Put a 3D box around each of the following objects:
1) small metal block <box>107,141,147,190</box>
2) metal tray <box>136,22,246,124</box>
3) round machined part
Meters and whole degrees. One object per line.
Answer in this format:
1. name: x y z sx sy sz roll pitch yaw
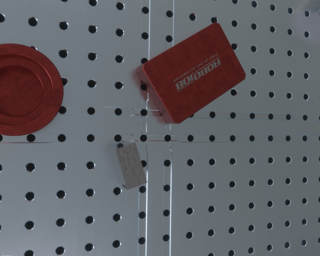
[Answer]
1. small metal block: -0.042 0.045 0.384 0.025 0.050 0.050 -18 96 -19
2. metal tray: 0.045 -0.075 0.427 0.131 0.030 0.090 -34 101 -17
3. round machined part: -0.160 -0.040 0.345 0.099 0.042 0.097 0 90 -20
